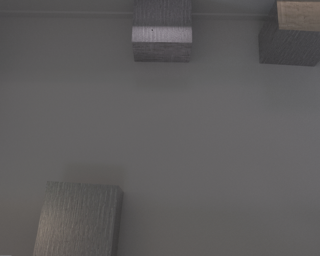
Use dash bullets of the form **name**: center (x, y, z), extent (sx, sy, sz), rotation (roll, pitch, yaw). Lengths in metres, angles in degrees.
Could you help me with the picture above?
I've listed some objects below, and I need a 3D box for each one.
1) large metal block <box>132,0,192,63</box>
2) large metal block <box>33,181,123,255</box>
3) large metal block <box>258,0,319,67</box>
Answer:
- **large metal block**: center (0.003, -0.143, 0.449), extent (0.080, 0.050, 0.080), rotation (1, 70, 0)
- **large metal block**: center (-0.089, 0.108, 0.356), extent (0.080, 0.050, 0.080), rotation (4, 70, 1)
- **large metal block**: center (0.189, -0.130, 0.429), extent (0.080, 0.080, 0.050), rotation (4, 70, 1)
